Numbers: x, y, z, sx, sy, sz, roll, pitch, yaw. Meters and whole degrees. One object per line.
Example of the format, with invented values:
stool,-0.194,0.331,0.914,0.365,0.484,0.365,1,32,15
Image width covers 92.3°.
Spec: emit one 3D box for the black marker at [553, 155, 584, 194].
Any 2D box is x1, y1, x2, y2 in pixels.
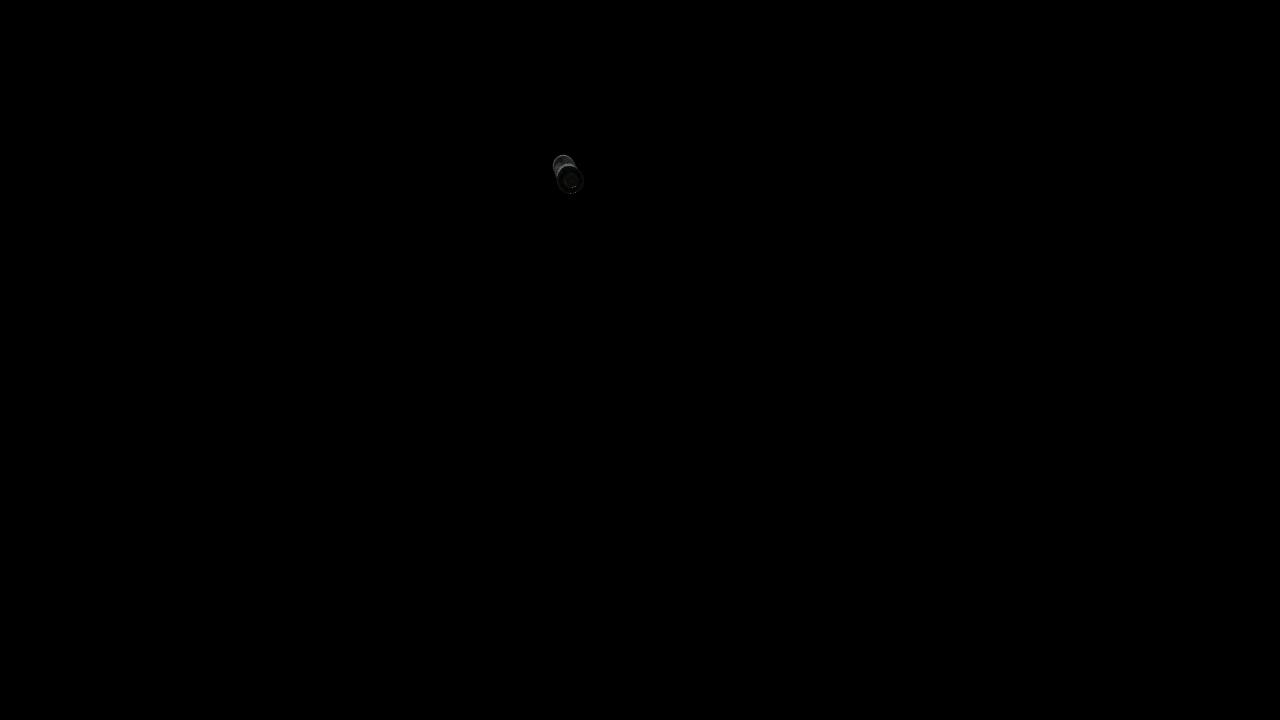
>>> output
black marker,-0.057,-0.145,0.476,0.020,0.020,0.121,0,22,-10
